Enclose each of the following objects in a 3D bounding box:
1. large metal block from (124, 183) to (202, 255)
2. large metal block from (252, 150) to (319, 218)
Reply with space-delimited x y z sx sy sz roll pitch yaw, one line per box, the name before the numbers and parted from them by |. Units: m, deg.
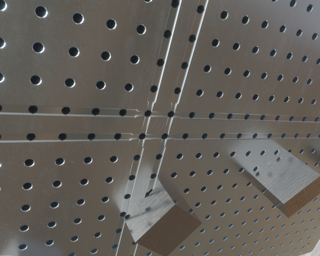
large metal block | 0.005 0.146 0.487 0.080 0.050 0.080 -44 129 3
large metal block | 0.231 0.100 0.562 0.080 0.080 0.050 -36 129 -5
